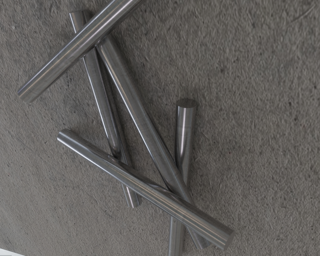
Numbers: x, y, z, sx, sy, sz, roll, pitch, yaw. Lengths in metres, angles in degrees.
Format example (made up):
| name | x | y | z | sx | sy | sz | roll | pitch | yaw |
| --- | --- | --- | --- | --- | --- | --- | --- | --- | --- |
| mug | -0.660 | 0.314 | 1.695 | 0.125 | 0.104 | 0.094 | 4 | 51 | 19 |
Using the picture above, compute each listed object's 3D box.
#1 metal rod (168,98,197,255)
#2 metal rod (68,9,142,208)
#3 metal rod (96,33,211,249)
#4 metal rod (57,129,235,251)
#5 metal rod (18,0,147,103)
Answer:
| name | x | y | z | sx | sy | sz | roll | pitch | yaw |
| --- | --- | --- | --- | --- | --- | --- | --- | --- | --- |
| metal rod | 0.028 | 0.096 | 0.451 | 0.025 | 0.025 | 0.298 | 15 | 125 | 20 |
| metal rod | -0.069 | -0.010 | 0.437 | 0.025 | 0.025 | 0.298 | 2 | 120 | 27 |
| metal rod | -0.005 | 0.023 | 0.398 | 0.025 | 0.025 | 0.299 | -20 | 100 | 35 |
| metal rod | -0.039 | 0.069 | 0.420 | 0.300 | 0.025 | 0.025 | 26 | 129 | 31 |
| metal rod | -0.069 | -0.112 | 0.347 | 0.299 | 0.025 | 0.025 | -31 | 101 | 29 |
